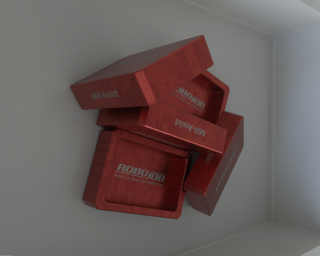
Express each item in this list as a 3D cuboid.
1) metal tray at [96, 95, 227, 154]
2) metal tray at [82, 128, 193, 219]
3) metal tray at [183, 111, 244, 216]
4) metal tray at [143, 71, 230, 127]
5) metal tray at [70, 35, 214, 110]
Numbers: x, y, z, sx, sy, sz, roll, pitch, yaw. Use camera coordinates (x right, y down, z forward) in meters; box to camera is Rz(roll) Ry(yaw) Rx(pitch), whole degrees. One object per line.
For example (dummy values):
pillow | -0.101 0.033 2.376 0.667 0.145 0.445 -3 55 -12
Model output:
metal tray | 0.004 0.000 0.366 0.131 0.090 0.030 20 78 -39
metal tray | -0.021 0.059 0.384 0.131 0.030 0.090 20 77 -38
metal tray | 0.083 0.051 0.447 0.130 0.030 0.090 -58 152 -24
metal tray | 0.040 -0.043 0.437 0.131 0.030 0.090 27 73 -37
metal tray | -0.023 -0.054 0.317 0.091 0.130 0.030 -37 113 -34
